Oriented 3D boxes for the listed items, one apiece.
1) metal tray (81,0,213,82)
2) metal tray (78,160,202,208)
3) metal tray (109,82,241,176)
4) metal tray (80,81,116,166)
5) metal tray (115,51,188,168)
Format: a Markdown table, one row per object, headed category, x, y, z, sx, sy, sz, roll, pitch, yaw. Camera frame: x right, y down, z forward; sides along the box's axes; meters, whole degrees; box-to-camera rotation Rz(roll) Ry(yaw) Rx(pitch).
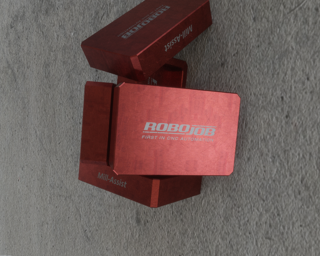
| category | x | y | z | sx | sy | sz | roll | pitch | yaw |
| --- | --- | --- | --- | --- | --- | --- | --- | --- | --- |
| metal tray | -0.013 | -0.109 | 0.355 | 0.090 | 0.131 | 0.030 | 22 | 145 | 37 |
| metal tray | -0.026 | 0.058 | 0.383 | 0.130 | 0.091 | 0.030 | 9 | 96 | 39 |
| metal tray | 0.016 | 0.003 | 0.326 | 0.030 | 0.131 | 0.089 | -162 | 76 | -72 |
| metal tray | -0.064 | -0.009 | 0.394 | 0.030 | 0.130 | 0.089 | 5 | 94 | 3 |
| metal tray | -0.010 | -0.021 | 0.370 | 0.030 | 0.091 | 0.129 | 9 | 96 | 39 |
